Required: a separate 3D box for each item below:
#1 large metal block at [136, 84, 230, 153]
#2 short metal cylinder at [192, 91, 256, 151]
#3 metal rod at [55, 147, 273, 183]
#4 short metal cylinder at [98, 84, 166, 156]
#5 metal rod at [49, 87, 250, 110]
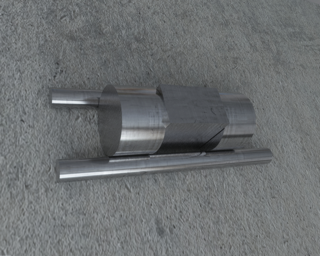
[{"bbox_3d":[0.024,-0.009,0.385,0.081,0.080,0.050,0,62,-28],"label":"large metal block"},{"bbox_3d":[0.081,-0.010,0.419,0.050,0.080,0.080,-1,62,-29],"label":"short metal cylinder"},{"bbox_3d":[0.027,0.043,0.393,0.303,0.025,0.025,-1,62,-29],"label":"metal rod"},{"bbox_3d":[-0.035,-0.009,0.356,0.050,0.080,0.080,-1,62,-29],"label":"short metal cylinder"},{"bbox_3d":[0.006,-0.036,0.431,0.303,0.025,0.025,-1,62,-29],"label":"metal rod"}]
